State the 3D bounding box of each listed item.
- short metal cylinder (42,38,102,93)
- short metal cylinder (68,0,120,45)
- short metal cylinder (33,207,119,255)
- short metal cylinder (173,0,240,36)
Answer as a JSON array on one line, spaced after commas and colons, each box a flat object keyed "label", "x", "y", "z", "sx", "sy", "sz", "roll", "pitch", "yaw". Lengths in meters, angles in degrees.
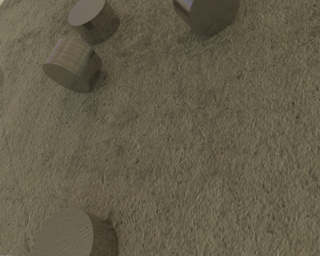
[{"label": "short metal cylinder", "x": -0.141, "y": -0.100, "z": 0.505, "sx": 0.080, "sy": 0.080, "sz": 0.050, "roll": 9, "pitch": 67, "yaw": 32}, {"label": "short metal cylinder", "x": -0.122, "y": -0.202, "z": 0.577, "sx": 0.080, "sy": 0.050, "sz": 0.080, "roll": -13, "pitch": 56, "yaw": 21}, {"label": "short metal cylinder", "x": -0.095, "y": 0.137, "z": 0.354, "sx": 0.080, "sy": 0.050, "sz": 0.080, "roll": -13, "pitch": 56, "yaw": 21}, {"label": "short metal cylinder", "x": 0.066, "y": -0.180, "z": 0.445, "sx": 0.080, "sy": 0.080, "sz": 0.050, "roll": -35, "pitch": 51, "yaw": 5}]
